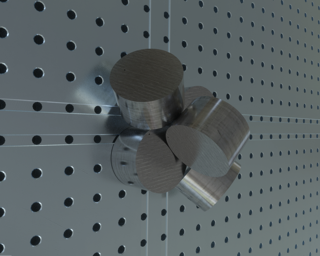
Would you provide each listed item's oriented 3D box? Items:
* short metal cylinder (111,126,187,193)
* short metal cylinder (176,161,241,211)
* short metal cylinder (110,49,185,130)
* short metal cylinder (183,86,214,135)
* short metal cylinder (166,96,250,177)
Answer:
[{"bbox_3d":[-0.012,0.037,0.384,0.081,0.050,0.079,0,90,-40],"label":"short metal cylinder"},{"bbox_3d":[0.064,0.065,0.420,0.050,0.080,0.080,39,61,6],"label":"short metal cylinder"},{"bbox_3d":[-0.012,-0.045,0.355,0.080,0.080,0.050,-54,156,-27],"label":"short metal cylinder"},{"bbox_3d":[0.036,-0.015,0.424,0.081,0.050,0.079,0,90,-40],"label":"short metal cylinder"},{"bbox_3d":[0.054,0.010,0.354,0.050,0.080,0.080,-49,120,-29],"label":"short metal cylinder"}]
